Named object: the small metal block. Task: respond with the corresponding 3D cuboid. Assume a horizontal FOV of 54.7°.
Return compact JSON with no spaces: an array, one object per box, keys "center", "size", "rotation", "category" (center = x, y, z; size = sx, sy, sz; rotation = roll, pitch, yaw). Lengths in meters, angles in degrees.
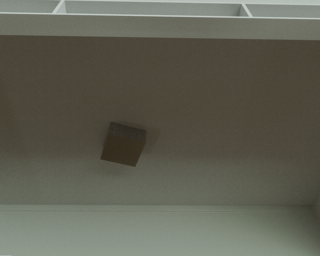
[{"center":[-0.051,0.023,0.428],"size":[0.050,0.025,0.050],"rotation":[14,129,-13],"category":"small metal block"}]
